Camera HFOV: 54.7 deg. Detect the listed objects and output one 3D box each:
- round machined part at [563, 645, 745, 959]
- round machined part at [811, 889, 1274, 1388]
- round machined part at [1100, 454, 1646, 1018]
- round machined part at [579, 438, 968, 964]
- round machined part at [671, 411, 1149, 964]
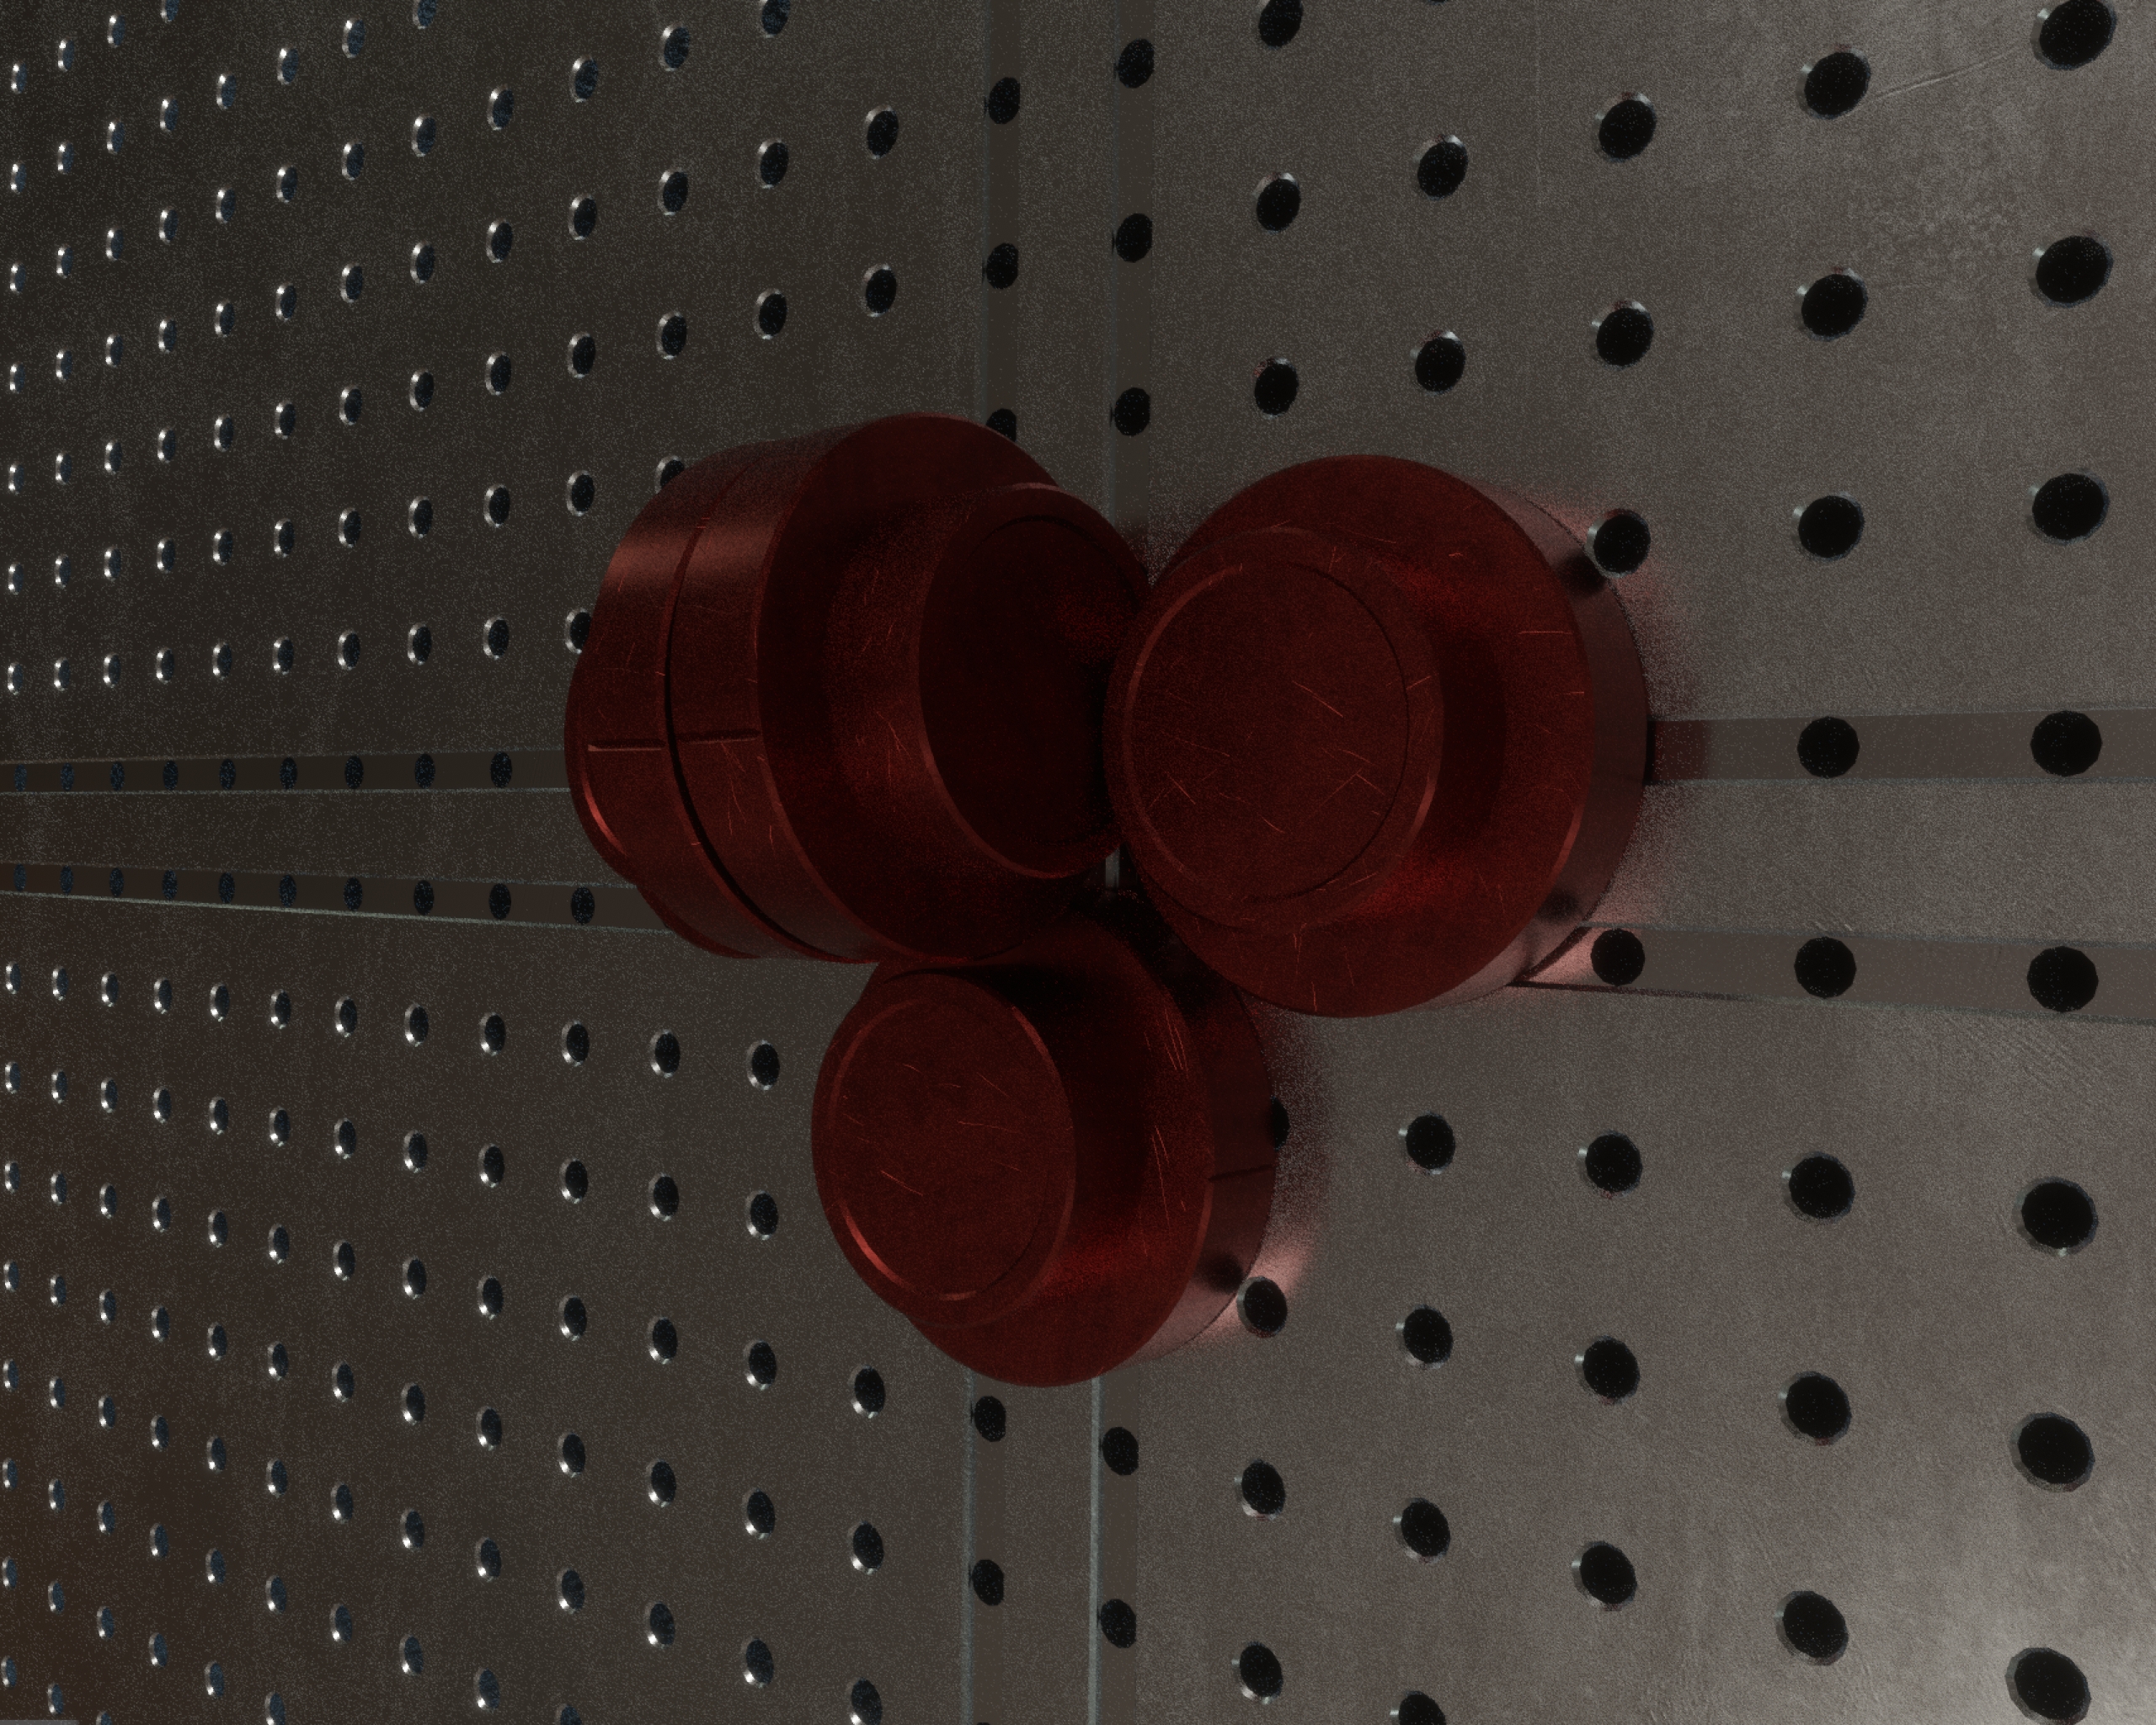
[{"bbox_3d":[-0.075,-0.027,0.457,0.098,0.042,0.097,0,90,39],"label":"round machined part"},{"bbox_3d":[-0.014,0.054,0.407,0.098,0.042,0.097,0,90,39],"label":"round machined part"},{"bbox_3d":[0.043,-0.022,0.360,0.098,0.042,0.097,0,90,39],"label":"round machined part"},{"bbox_3d":[-0.054,-0.030,0.396,0.042,0.099,0.097,2,91,40],"label":"round machined part"},{"bbox_3d":[-0.020,-0.031,0.369,0.042,0.099,0.097,-1,90,40],"label":"round machined part"}]
